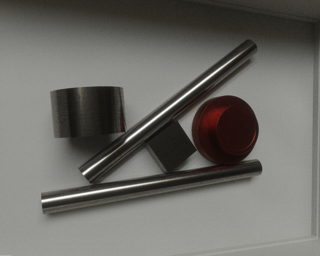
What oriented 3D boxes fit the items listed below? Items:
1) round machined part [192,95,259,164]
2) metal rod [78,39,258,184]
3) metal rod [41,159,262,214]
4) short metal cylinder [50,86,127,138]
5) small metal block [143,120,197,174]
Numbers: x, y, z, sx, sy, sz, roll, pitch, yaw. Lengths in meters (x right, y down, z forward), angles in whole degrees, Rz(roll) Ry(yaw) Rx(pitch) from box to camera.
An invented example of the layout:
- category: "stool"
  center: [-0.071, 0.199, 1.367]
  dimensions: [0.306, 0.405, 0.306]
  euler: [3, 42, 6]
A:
- category: "round machined part"
  center: [0.099, 0.002, 0.436]
  dimensions: [0.099, 0.042, 0.097]
  euler: [0, 90, -21]
- category: "metal rod"
  center: [0.022, -0.031, 0.418]
  dimensions: [0.301, 0.025, 0.025]
  euler: [-38, 103, -16]
- category: "metal rod"
  center: [0.004, 0.073, 0.412]
  dimensions: [0.303, 0.025, 0.025]
  euler: [-6, 92, -20]
- category: "short metal cylinder"
  center: [-0.080, -0.018, 0.351]
  dimensions: [0.081, 0.080, 0.050]
  euler: [-5, 92, -20]
- category: "small metal block"
  center: [0.013, 0.024, 0.414]
  dimensions: [0.050, 0.025, 0.050]
  euler: [-37, 102, -16]
